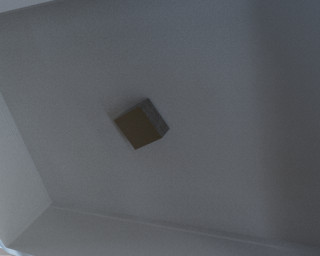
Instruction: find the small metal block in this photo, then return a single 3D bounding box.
[{"bbox_3d":[-0.024,-0.005,0.413,0.050,0.025,0.050,-26,105,36],"label":"small metal block"}]
